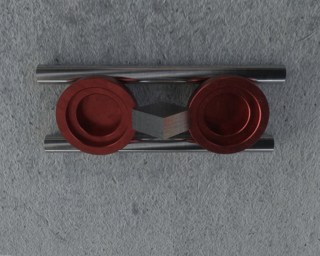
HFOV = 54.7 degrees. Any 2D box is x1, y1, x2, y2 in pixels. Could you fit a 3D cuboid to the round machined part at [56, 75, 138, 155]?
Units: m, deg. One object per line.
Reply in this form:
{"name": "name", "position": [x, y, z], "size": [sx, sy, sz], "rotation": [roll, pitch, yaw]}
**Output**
{"name": "round machined part", "position": [-0.075, -0.019, 0.390], "size": [0.099, 0.042, 0.097], "rotation": [0, 110, 0]}

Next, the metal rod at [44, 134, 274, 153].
{"name": "metal rod", "position": [-0.001, 0.021, 0.418], "size": [0.302, 0.025, 0.025], "rotation": [0, 110, -1]}

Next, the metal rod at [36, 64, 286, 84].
{"name": "metal rod", "position": [0.002, -0.067, 0.386], "size": [0.302, 0.025, 0.025], "rotation": [0, 110, -1]}

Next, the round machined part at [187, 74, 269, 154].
{"name": "round machined part", "position": [0.082, -0.020, 0.390], "size": [0.099, 0.042, 0.097], "rotation": [0, 110, 0]}

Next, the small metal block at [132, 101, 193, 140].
{"name": "small metal block", "position": [0.003, -0.011, 0.366], "size": [0.050, 0.050, 0.025], "rotation": [17, 116, 40]}
